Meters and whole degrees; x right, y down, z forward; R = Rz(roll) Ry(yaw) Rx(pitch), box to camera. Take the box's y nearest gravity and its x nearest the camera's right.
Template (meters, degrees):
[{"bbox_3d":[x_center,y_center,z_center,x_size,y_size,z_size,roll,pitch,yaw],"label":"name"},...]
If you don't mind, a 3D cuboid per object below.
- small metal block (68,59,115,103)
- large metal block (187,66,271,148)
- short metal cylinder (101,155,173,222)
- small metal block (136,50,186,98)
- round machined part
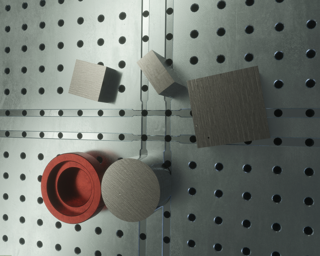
[{"bbox_3d":[-0.098,-0.067,0.446,0.050,0.025,0.050,17,95,18],"label":"small metal block"},{"bbox_3d":[0.083,-0.022,0.370,0.080,0.050,0.080,-10,87,19],"label":"large metal block"},{"bbox_3d":[-0.029,0.077,0.409,0.080,0.050,0.079,0,90,19],"label":"short metal cylinder"},{"bbox_3d":[0.003,-0.068,0.398,0.025,0.050,0.050,-37,79,16],"label":"small metal block"},{"bbox_3d":[-0.116,0.083,0.443,0.098,0.042,0.097,0,90,19],"label":"round machined part"}]
